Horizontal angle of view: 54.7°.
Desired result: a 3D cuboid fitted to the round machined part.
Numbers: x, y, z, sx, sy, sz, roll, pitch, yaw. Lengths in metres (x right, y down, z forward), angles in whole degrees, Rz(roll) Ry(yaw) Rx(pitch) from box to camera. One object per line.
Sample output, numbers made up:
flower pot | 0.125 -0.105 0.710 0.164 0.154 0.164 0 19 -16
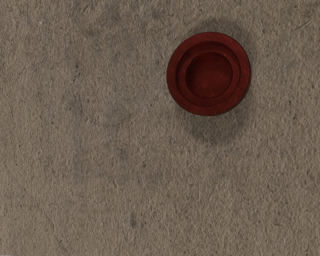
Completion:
round machined part | 0.061 -0.063 0.378 0.098 0.042 0.097 0 90 19
